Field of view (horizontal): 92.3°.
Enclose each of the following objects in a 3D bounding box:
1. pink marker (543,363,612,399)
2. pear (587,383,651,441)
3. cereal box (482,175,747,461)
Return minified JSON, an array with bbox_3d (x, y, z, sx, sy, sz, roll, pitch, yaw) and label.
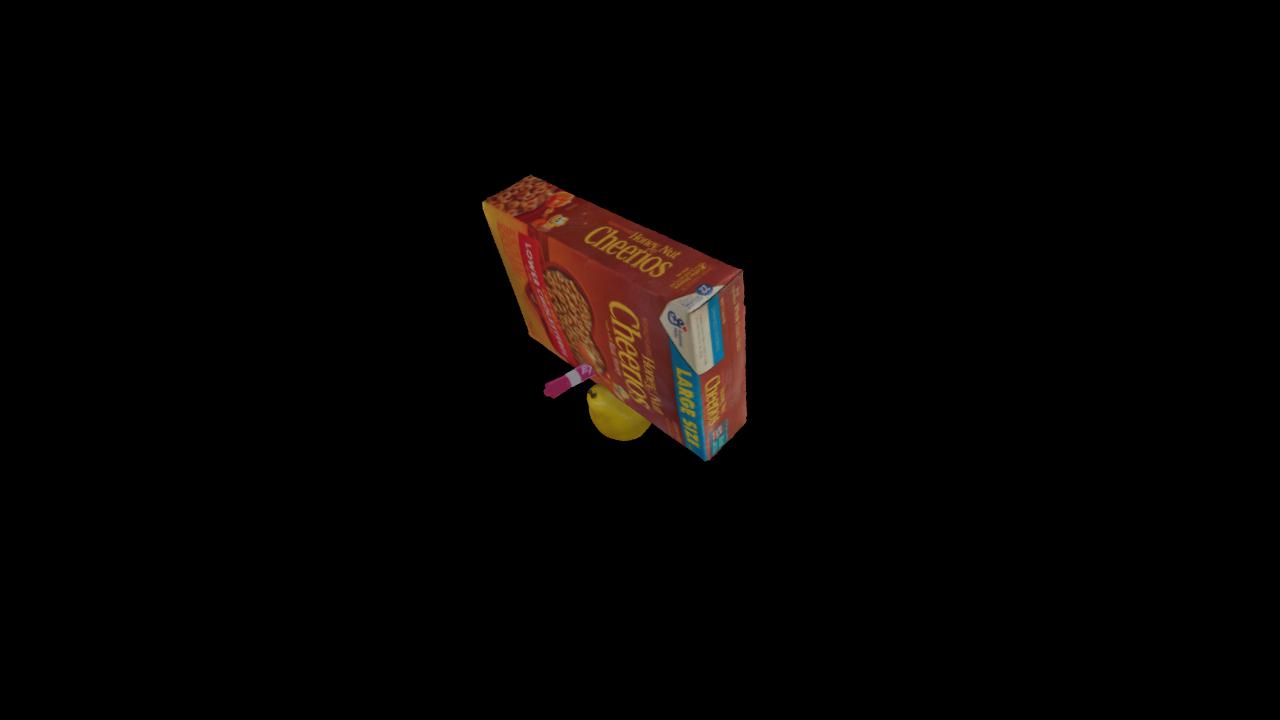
[{"bbox_3d":[-0.056,0.010,0.690,0.121,0.020,0.020,-30,16,-31],"label":"pink marker"},{"bbox_3d":[-0.037,0.051,0.719,0.080,0.080,0.111,0,-21,41],"label":"pear"},{"bbox_3d":[-0.027,-0.051,0.645,0.081,0.203,0.306,-38,51,-24],"label":"cereal box"}]
